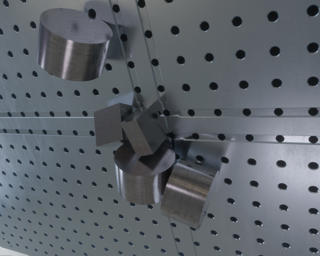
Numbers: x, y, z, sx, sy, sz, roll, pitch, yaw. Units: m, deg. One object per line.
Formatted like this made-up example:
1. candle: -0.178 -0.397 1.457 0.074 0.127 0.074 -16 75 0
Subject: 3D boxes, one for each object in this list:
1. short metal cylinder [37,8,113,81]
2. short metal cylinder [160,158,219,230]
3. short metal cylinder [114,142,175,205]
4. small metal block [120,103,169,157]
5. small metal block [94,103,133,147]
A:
1. short metal cylinder: -0.102 -0.100 0.368 0.080 0.080 0.050 31 128 8
2. short metal cylinder: 0.040 0.085 0.407 0.050 0.080 0.079 18 126 17
3. short metal cylinder: -0.020 0.057 0.421 0.080 0.080 0.050 14 125 20
4. small metal block: -0.018 0.002 0.406 0.025 0.050 0.050 -13 112 33
5. small metal block: -0.063 -0.003 0.427 0.050 0.025 0.050 -15 76 34
